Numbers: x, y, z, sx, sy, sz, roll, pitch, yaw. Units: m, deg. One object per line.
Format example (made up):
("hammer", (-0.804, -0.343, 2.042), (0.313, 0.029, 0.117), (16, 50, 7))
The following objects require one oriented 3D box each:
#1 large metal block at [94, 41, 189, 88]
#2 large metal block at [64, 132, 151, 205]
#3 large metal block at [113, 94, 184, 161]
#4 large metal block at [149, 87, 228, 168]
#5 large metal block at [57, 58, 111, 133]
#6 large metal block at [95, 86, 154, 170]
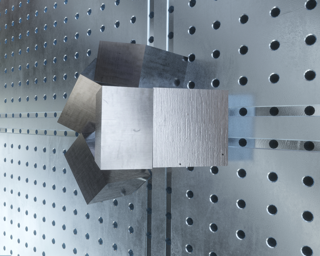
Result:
("large metal block", (-0.024, -0.075, 0.394), (0.080, 0.081, 0.050), (17, 101, 39))
("large metal block", (-0.073, 0.052, 0.433), (0.050, 0.081, 0.080), (-47, 63, 29))
("large metal block", (-0.016, -0.002, 0.407), (0.080, 0.050, 0.080), (1, 91, 40))
("large metal block", (0.027, 0.000, 0.341), (0.050, 0.081, 0.080), (179, 92, -77))
("large metal block", (-0.096, -0.045, 0.446), (0.050, 0.080, 0.080), (29, 116, -11))
("large metal block", (-0.042, 0.000, 0.338), (0.080, 0.050, 0.080), (-179, 91, -74))
